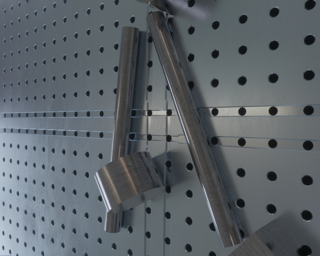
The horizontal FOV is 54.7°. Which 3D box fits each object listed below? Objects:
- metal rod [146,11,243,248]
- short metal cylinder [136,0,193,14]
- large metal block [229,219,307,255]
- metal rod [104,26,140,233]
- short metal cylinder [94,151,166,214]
[{"bbox_3d":[0.037,-0.010,0.378,0.025,0.025,0.299,-28,73,36],"label":"metal rod"},{"bbox_3d":[0.005,-0.191,0.389,0.080,0.050,0.079,0,90,40],"label":"short metal cylinder"},{"bbox_3d":[0.106,0.153,0.306,0.080,0.050,0.080,50,119,28],"label":"large metal block"},{"bbox_3d":[-0.056,0.006,0.455,0.025,0.025,0.298,10,96,39],"label":"metal rod"},{"bbox_3d":[-0.039,0.072,0.406,0.080,0.081,0.050,-39,66,33],"label":"short metal cylinder"}]
